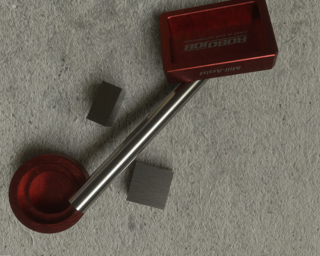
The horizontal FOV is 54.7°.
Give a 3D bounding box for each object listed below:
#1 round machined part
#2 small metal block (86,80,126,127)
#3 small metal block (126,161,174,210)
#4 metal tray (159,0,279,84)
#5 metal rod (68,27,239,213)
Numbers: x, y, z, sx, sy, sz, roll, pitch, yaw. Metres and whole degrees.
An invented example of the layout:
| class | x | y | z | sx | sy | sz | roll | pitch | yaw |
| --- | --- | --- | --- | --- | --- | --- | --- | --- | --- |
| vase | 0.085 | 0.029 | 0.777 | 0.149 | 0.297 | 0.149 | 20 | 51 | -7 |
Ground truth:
| class | x | y | z | sx | sy | sz | roll | pitch | yaw |
| --- | --- | --- | --- | --- | --- | --- | --- | --- | --- |
| round machined part | -0.136 | 0.081 | 0.400 | 0.099 | 0.042 | 0.097 | 0 | 90 | -1 |
| small metal block | -0.067 | -0.030 | 0.397 | 0.025 | 0.050 | 0.050 | 24 | 90 | 0 |
| small metal block | -0.013 | 0.075 | 0.410 | 0.050 | 0.025 | 0.050 | 15 | 90 | -1 |
| metal tray | 0.068 | -0.108 | 0.381 | 0.131 | 0.030 | 0.090 | -7 | 67 | 9 |
| metal rod | 0.003 | -0.017 | 0.388 | 0.025 | 0.025 | 0.300 | 43 | 81 | 0 |
